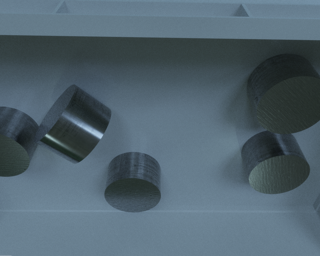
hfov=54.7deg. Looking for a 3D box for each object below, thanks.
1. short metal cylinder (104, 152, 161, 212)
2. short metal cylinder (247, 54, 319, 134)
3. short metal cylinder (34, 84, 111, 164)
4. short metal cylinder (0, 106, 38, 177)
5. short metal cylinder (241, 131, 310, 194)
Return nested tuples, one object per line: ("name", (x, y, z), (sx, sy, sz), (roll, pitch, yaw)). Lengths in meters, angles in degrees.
("short metal cylinder", (-0.039, 0.081, 0.462), (0.081, 0.050, 0.079), (0, 130, 0))
("short metal cylinder", (0.148, -0.039, 0.362), (0.081, 0.050, 0.079), (0, 130, 0))
("short metal cylinder", (-0.103, -0.005, 0.368), (0.050, 0.080, 0.080), (36, 121, -27))
("short metal cylinder", (-0.205, 0.019, 0.406), (0.081, 0.050, 0.079), (0, 130, 0))
("short metal cylinder", (0.161, 0.048, 0.437), (0.081, 0.050, 0.079), (0, 130, 0))
